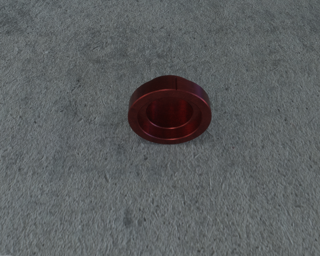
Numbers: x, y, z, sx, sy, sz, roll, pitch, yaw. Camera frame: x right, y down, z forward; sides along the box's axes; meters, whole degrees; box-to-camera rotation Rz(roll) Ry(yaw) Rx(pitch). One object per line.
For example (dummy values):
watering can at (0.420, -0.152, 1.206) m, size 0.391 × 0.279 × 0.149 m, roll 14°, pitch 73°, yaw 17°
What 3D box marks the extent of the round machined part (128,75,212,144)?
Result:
round machined part at (0.011, -0.026, 0.378) m, size 0.099 × 0.098 × 0.042 m, roll 0°, pitch 50°, yaw 0°
